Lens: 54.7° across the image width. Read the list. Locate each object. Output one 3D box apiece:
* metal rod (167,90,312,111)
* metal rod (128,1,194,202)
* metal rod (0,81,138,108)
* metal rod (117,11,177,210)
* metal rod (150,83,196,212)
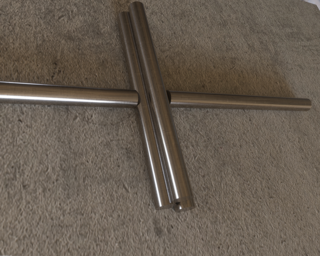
[{"bbox_3d":[0.142,-0.043,0.510,0.303,0.025,0.025,-1,62,-29],"label":"metal rod"},{"bbox_3d":[-0.005,-0.052,0.410,0.025,0.025,0.299,1,61,-28],"label":"metal rod"},{"bbox_3d":[-0.167,-0.039,0.339,0.303,0.025,0.025,0,62,-28],"label":"metal rod"},{"bbox_3d":[-0.024,-0.041,0.419,0.025,0.025,0.299,1,61,-28],"label":"metal rod"},{"bbox_3d":[-0.001,-0.035,0.429,0.025,0.025,0.299,1,61,-28],"label":"metal rod"}]
